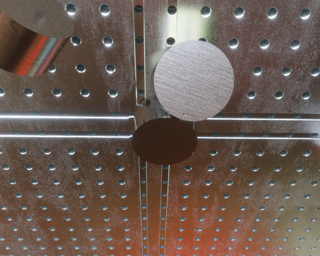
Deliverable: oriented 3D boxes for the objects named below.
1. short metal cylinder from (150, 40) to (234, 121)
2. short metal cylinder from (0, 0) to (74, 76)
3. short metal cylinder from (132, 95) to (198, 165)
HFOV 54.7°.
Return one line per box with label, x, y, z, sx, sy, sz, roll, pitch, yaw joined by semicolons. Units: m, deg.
short metal cylinder;0.032;-0.049;0.330;0.081;0.050;0.079;-1;96;-6
short metal cylinder;-0.130;-0.096;0.292;0.080;0.080;0.050;32;123;-25
short metal cylinder;0.006;0.002;0.397;0.081;0.050;0.079;0;130;0
